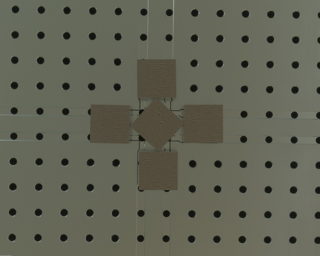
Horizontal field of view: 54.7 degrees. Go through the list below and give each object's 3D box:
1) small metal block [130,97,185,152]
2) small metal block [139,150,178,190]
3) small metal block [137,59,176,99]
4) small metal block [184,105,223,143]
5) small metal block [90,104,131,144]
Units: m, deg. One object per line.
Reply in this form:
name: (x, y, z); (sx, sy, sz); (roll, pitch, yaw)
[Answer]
small metal block: (-0.004, -0.005, 0.413); (0.050, 0.025, 0.050); (42, 90, -1)
small metal block: (-0.002, 0.056, 0.413); (0.050, 0.025, 0.050); (0, 90, -1)
small metal block: (-0.004, -0.064, 0.413); (0.050, 0.025, 0.050); (-1, 90, -1)
small metal block: (0.057, -0.005, 0.414); (0.050, 0.025, 0.050); (0, 90, -1)
small metal block: (-0.065, -0.005, 0.412); (0.050, 0.025, 0.050); (1, 90, -1)
